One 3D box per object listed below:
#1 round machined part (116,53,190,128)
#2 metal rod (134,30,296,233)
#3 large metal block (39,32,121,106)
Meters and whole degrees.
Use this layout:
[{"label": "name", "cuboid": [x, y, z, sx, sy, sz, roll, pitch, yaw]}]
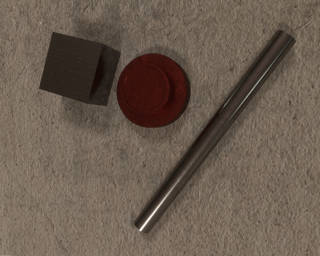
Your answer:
[{"label": "round machined part", "cuboid": [-0.013, -0.049, 0.404, 0.098, 0.042, 0.097, 0, 90, 19]}, {"label": "metal rod", "cuboid": [0.061, 0.013, 0.386, 0.025, 0.025, 0.299, 39, 102, 15]}, {"label": "large metal block", "cuboid": [-0.111, -0.081, 0.434, 0.080, 0.050, 0.080, 18, 96, 18]}]
